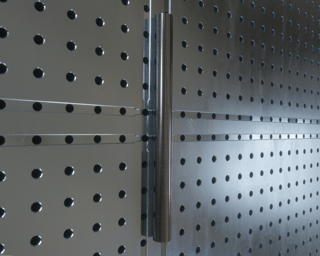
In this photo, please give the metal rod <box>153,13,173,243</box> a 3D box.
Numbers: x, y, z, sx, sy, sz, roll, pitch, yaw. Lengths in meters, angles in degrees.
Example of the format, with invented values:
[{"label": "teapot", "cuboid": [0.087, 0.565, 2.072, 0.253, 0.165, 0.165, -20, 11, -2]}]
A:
[{"label": "metal rod", "cuboid": [0.004, -0.001, 0.414, 0.025, 0.025, 0.298, 1, 90, -40]}]
